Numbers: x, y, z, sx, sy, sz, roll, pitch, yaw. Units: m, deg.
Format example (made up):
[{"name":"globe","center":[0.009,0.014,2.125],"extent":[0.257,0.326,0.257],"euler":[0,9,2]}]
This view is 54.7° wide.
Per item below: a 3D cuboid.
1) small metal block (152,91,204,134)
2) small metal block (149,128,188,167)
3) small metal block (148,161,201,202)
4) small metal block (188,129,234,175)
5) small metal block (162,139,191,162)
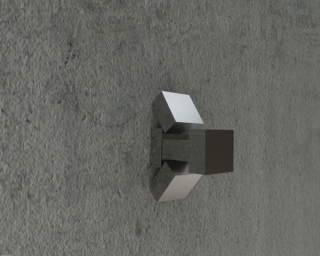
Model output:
[{"name":"small metal block","center":[0.023,-0.020,0.412],"extent":[0.050,0.025,0.050],"euler":[3,52,-40]},{"name":"small metal block","center":[0.013,0.026,0.420],"extent":[0.050,0.025,0.050],"euler":[3,88,-40]},{"name":"small metal block","center":[0.021,0.070,0.410],"extent":[0.050,0.025,0.050],"euler":[3,129,-40]},{"name":"small metal block","center":[0.060,0.027,0.361],"extent":[0.050,0.025,0.050],"euler":[1,89,-40]},{"name":"small metal block","center":[0.038,0.027,0.391],"extent":[0.050,0.050,0.025],"euler":[3,88,-40]}]
